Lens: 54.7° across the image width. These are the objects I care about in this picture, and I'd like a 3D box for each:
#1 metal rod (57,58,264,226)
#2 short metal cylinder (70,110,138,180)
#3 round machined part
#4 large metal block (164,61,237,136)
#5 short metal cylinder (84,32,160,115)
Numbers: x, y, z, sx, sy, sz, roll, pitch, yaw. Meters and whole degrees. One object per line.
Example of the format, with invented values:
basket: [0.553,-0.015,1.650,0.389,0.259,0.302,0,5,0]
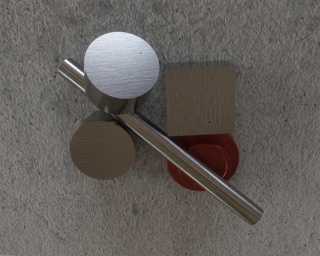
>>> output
metal rod: [0.000,0.016,0.381,0.300,0.025,0.025,38,106,0]
short metal cylinder: [-0.071,0.020,0.405,0.081,0.050,0.079,0,110,0]
round machined part: [0.058,0.044,0.418,0.099,0.042,0.097,0,110,0]
large metal block: [0.047,-0.038,0.382,0.080,0.050,0.079,-3,110,1]
short metal cylinder: [-0.046,-0.061,0.355,0.081,0.050,0.080,4,72,-13]
